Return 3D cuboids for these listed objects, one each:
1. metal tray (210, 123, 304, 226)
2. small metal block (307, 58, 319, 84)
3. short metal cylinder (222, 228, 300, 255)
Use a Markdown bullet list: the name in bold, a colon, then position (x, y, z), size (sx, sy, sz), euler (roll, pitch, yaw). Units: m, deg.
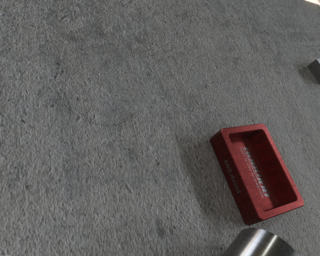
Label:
- **metal tray**: position (0.135, 0.060, 0.436), size (0.091, 0.030, 0.130), euler (-6, 65, -31)
- **small metal block**: position (0.356, -0.124, 0.671), size (0.050, 0.025, 0.050), euler (-15, 70, -34)
- **short metal cylinder**: position (0.106, 0.156, 0.330), size (0.050, 0.080, 0.080), euler (-34, 81, -38)
